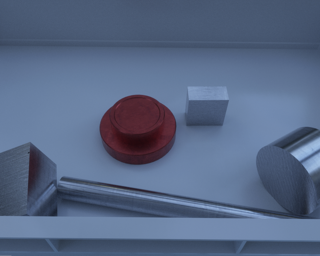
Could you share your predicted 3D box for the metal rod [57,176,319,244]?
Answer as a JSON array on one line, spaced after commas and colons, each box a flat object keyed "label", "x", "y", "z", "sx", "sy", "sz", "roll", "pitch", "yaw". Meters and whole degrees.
[{"label": "metal rod", "x": 0.038, "y": 0.088, "z": 0.331, "sx": 0.302, "sy": 0.025, "sz": 0.025, "roll": 8, "pitch": 51, "yaw": 6}]

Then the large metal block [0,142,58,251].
[{"label": "large metal block", "x": -0.154, "y": 0.072, "z": 0.313, "sx": 0.080, "sy": 0.050, "sz": 0.080, "roll": -20, "pitch": 51, "yaw": 4}]

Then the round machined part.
[{"label": "round machined part", "x": -0.028, "y": -0.005, "z": 0.398, "sx": 0.099, "sy": 0.042, "sz": 0.098, "roll": 0, "pitch": 50, "yaw": 0}]

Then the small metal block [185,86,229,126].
[{"label": "small metal block", "x": 0.061, "y": -0.029, "z": 0.414, "sx": 0.050, "sy": 0.050, "sz": 0.025, "roll": -1, "pitch": 50, "yaw": -1}]

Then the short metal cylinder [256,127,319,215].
[{"label": "short metal cylinder", "x": 0.152, "y": 0.045, "z": 0.334, "sx": 0.050, "sy": 0.080, "sz": 0.080, "roll": -25, "pitch": 55, "yaw": -20}]
